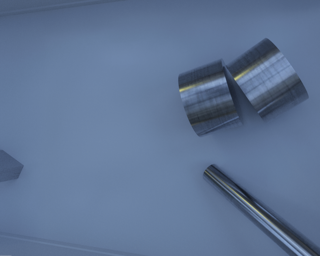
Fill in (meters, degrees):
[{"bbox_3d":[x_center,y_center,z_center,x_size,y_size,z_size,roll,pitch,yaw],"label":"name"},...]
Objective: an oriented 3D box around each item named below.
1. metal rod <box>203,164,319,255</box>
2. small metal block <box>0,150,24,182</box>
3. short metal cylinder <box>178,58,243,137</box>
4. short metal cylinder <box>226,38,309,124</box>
[{"bbox_3d":[0.147,0.126,0.287,0.300,0.025,0.025,40,104,43],"label":"metal rod"},{"bbox_3d":[-0.254,0.059,0.485,0.050,0.050,0.025,30,100,17],"label":"small metal block"},{"bbox_3d":[0.060,-0.034,0.360,0.050,0.080,0.080,-18,84,19],"label":"short metal cylinder"},{"bbox_3d":[0.116,-0.051,0.340,0.050,0.080,0.080,-35,79,16],"label":"short metal cylinder"}]
